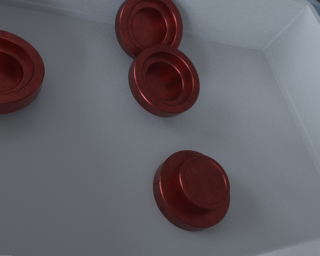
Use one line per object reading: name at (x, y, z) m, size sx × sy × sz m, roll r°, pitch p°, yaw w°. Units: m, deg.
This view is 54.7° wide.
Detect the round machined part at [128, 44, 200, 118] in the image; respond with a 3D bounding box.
round machined part at (0.002, -0.061, 0.423) m, size 0.099 × 0.042 × 0.098 m, roll 8°, pitch 72°, yaw -26°

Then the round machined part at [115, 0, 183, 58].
round machined part at (-0.019, -0.145, 0.452) m, size 0.099 × 0.042 × 0.097 m, roll -5°, pitch 102°, yaw -27°

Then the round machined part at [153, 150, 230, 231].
round machined part at (0.045, 0.071, 0.375) m, size 0.099 × 0.042 × 0.098 m, roll 14°, pitch 56°, yaw -21°

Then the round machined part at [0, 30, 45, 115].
round machined part at (-0.179, -0.056, 0.332) m, size 0.099 × 0.042 × 0.098 m, roll 14°, pitch 56°, yaw -21°
